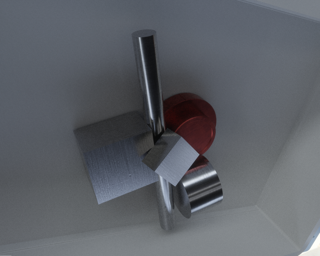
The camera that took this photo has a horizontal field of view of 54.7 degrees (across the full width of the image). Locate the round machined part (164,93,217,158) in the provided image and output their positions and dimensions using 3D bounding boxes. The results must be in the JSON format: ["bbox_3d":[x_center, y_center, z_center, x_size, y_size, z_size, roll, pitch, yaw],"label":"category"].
[{"bbox_3d":[0.036,0.005,0.419,0.099,0.042,0.097,-14,125,-21],"label":"round machined part"}]

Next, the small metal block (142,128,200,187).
[{"bbox_3d":[0.014,0.036,0.376,0.050,0.025,0.050,-52,137,-6],"label":"small metal block"}]

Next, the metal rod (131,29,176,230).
[{"bbox_3d":[-0.002,0.026,0.396,0.025,0.025,0.298,-19,126,-18],"label":"metal rod"}]

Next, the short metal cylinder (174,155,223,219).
[{"bbox_3d":[0.047,0.084,0.451,0.050,0.080,0.079,-19,126,-18],"label":"short metal cylinder"}]

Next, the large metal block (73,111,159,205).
[{"bbox_3d":[-0.052,0.035,0.382,0.081,0.050,0.079,-19,126,-18],"label":"large metal block"}]
